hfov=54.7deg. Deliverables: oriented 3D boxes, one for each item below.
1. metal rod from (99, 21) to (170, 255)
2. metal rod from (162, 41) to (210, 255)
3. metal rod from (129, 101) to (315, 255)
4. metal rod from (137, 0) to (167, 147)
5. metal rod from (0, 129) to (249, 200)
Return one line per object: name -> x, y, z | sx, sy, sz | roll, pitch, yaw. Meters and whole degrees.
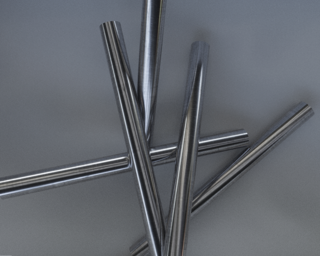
metal rod -> -0.025, 0.026, 0.356 | 0.025, 0.025, 0.298 | -13, 88, 0
metal rod -> 0.032, 0.031, 0.366 | 0.025, 0.025, 0.299 | 9, 72, -1
metal rod -> 0.082, 0.071, 0.412 | 0.300, 0.025, 0.025 | -40, 91, -1
metal rod -> -0.010, -0.089, 0.342 | 0.025, 0.025, 0.298 | 6, 119, -1
metal rod -> -0.033, 0.040, 0.380 | 0.302, 0.025, 0.025 | -11, 90, -13
